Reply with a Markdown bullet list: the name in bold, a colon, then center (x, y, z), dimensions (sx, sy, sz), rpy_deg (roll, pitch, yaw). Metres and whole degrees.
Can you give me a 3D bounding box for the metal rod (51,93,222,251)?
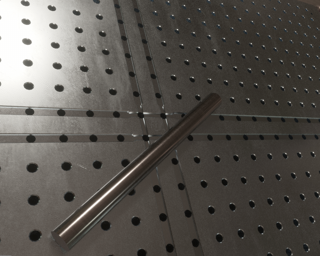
- **metal rod**: center (-0.005, 0.032, 0.387), dimensions (0.025, 0.025, 0.302), rpy_deg (47, 51, 4)
